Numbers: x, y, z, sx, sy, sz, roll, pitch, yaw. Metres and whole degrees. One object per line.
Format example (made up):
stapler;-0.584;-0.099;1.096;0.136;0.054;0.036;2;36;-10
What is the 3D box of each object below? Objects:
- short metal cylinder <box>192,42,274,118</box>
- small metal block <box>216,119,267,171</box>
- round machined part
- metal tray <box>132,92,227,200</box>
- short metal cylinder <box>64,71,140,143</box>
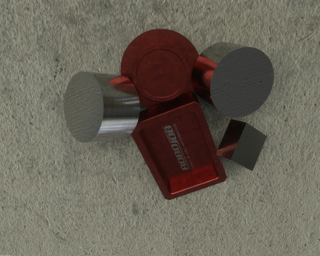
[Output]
short metal cylinder;0.085;-0.058;0.366;0.081;0.050;0.079;-7;113;-17
small metal block;0.106;0.022;0.401;0.050;0.025;0.050;27;85;-37
round machined part;0.001;-0.069;0.377;0.099;0.042;0.097;0;110;0
metal tray;0.026;0.028;0.407;0.090;0.030;0.129;-21;119;7
short metal cylinder;-0.070;-0.024;0.365;0.050;0.080;0.079;-4;118;-46
